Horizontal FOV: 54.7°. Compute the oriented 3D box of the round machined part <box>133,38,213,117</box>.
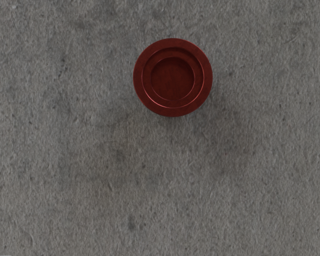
[{"bbox_3d":[0.016,-0.063,0.402,0.099,0.042,0.097,0,90,-1],"label":"round machined part"}]
